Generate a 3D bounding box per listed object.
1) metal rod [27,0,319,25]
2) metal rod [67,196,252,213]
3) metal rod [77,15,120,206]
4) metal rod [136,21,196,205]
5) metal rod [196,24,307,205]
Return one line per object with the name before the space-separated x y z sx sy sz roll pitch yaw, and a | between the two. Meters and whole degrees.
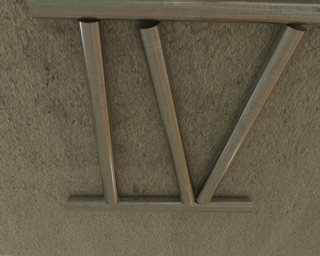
metal rod | 0.026 -0.119 0.308 0.302 0.025 0.025 1 130 -2
metal rod | 0.000 0.127 0.516 0.302 0.025 0.025 1 130 -2
metal rod | -0.074 0.003 0.409 0.025 0.025 0.298 1 130 -1
metal rod | 0.017 0.005 0.412 0.025 0.025 0.298 -9 130 7
metal rod | 0.105 0.005 0.413 0.025 0.025 0.298 10 129 -9
